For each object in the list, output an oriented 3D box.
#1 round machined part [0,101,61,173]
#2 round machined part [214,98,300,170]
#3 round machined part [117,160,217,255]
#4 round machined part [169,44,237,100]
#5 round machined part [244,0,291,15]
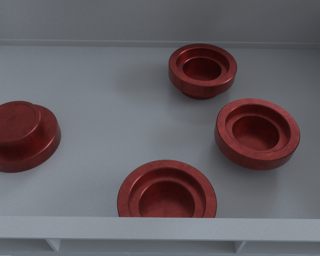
[{"bbox_3d":[-0.179,0.004,0.389,0.099,0.042,0.098,0,50,0],"label":"round machined part"},{"bbox_3d":[0.117,0.012,0.386,0.099,0.042,0.098,0,50,0],"label":"round machined part"},{"bbox_3d":[0.007,0.084,0.322,0.099,0.042,0.098,1,48,-1],"label":"round machined part"},{"bbox_3d":[0.062,-0.080,0.462,0.099,0.042,0.098,0,50,0],"label":"round machined part"},{"bbox_3d":[0.212,-0.262,0.620,0.099,0.042,0.098,0,50,0],"label":"round machined part"}]
